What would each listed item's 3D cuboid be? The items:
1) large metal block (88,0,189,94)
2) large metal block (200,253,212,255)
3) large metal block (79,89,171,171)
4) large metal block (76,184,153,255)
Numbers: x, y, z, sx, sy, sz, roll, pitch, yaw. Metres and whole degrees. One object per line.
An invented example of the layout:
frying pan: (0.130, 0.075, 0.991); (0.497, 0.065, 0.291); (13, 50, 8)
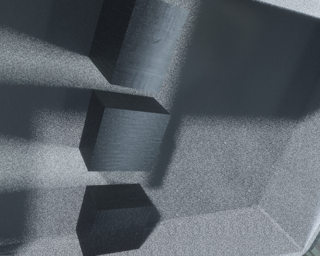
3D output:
large metal block: (-0.026, -0.090, 0.303); (0.050, 0.080, 0.079); (8, 115, -32)
large metal block: (0.072, 0.310, 0.626); (0.081, 0.050, 0.079); (-7, 122, -25)
large metal block: (-0.044, 0.005, 0.371); (0.081, 0.050, 0.079); (5, 116, -31)
large metal block: (-0.066, 0.127, 0.435); (0.081, 0.050, 0.079); (4, 116, -30)
